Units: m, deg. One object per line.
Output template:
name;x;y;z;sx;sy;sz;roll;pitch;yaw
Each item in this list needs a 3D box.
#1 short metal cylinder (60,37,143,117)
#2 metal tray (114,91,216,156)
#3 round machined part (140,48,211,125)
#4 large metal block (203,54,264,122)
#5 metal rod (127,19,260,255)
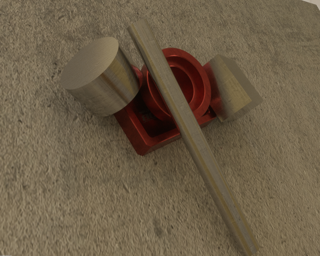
short metal cylinder;-0.068;-0.060;0.363;0.050;0.080;0.080;50;39;-42
metal tray;0.006;-0.027;0.423;0.131;0.030;0.090;-23;74;-36
round machined part;0.016;-0.051;0.404;0.099;0.042;0.098;10;72;-31
large metal block;0.102;-0.058;0.460;0.080;0.050;0.080;58;27;13
metal rod;0.041;0.015;0.364;0.025;0.025;0.299;-31;96;-38
